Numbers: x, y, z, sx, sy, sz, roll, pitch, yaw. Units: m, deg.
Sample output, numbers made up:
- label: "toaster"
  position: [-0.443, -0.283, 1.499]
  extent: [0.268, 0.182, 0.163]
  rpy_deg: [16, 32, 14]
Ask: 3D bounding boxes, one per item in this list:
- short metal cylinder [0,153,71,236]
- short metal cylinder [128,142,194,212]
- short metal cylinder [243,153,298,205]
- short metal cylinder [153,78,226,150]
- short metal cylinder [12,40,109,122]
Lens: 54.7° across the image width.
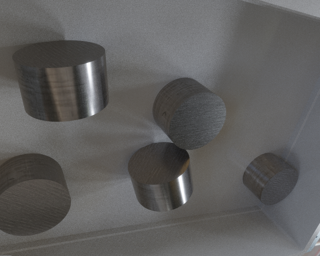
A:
- label: "short metal cylinder"
  position: [-0.149, 0.076, 0.358]
  extent: [0.081, 0.050, 0.079]
  rpy_deg: [-14, 124, -21]
- label: "short metal cylinder"
  position: [0.002, 0.063, 0.413]
  extent: [0.081, 0.080, 0.050]
  rpy_deg: [-22, 127, -15]
- label: "short metal cylinder"
  position: [0.197, 0.091, 0.557]
  extent: [0.081, 0.050, 0.079]
  rpy_deg: [-14, 124, -21]
- label: "short metal cylinder"
  position: [0.037, -0.019, 0.401]
  extent: [0.081, 0.050, 0.079]
  rpy_deg: [-14, 124, -21]
- label: "short metal cylinder"
  position: [-0.091, -0.047, 0.294]
  extent: [0.081, 0.080, 0.050]
  rpy_deg: [-13, 124, -22]
